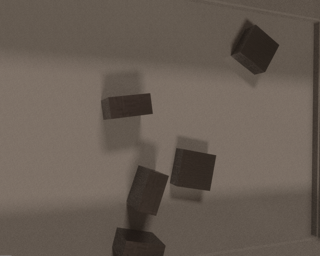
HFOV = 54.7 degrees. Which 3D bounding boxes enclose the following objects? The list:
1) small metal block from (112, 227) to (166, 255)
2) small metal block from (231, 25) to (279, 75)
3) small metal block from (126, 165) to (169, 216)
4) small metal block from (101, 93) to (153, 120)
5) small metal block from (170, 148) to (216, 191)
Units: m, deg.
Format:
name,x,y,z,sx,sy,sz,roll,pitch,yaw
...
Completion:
name,x,y,z,sx,sy,sz,roll,pitch,yaw
small metal block,-0.028,0.148,0.388,0.050,0.050,0.025,15,85,-20
small metal block,0.143,-0.117,0.465,0.050,0.025,0.050,33,79,-17
small metal block,-0.017,0.077,0.392,0.025,0.050,0.050,20,83,-19
small metal block,-0.042,-0.026,0.382,0.050,0.050,0.025,-8,93,-20
small metal block,0.046,0.057,0.429,0.050,0.025,0.050,12,86,-20
